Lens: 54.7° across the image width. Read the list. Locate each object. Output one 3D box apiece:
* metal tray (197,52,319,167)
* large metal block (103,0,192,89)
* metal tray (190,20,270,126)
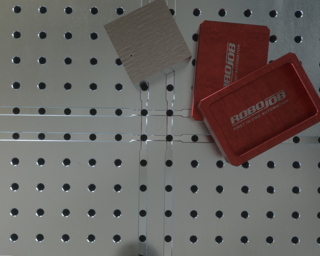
[{"bbox_3d":[0.123,-0.022,0.381,0.130,0.030,0.090,-29,90,0],"label":"metal tray"},{"bbox_3d":[-0.015,-0.106,0.401,0.080,0.050,0.080,-26,90,0],"label":"large metal block"},{"bbox_3d":[0.091,-0.071,0.411,0.091,0.030,0.129,5,90,0],"label":"metal tray"}]
